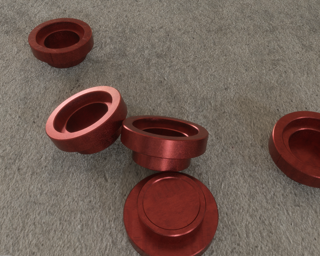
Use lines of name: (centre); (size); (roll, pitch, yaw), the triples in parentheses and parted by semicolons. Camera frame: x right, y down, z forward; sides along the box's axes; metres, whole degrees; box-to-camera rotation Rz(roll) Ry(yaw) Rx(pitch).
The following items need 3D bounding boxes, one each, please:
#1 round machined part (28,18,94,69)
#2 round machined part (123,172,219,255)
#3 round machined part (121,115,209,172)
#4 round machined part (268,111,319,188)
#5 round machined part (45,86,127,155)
round machined part: (-0.157, -0.134, 0.504); (0.099, 0.042, 0.098); (0, 50, 0)
round machined part: (0.011, 0.086, 0.320); (0.099, 0.042, 0.098); (0, 50, 0)
round machined part: (0.004, 0.018, 0.357); (0.099, 0.042, 0.098); (7, 15, -2)
round machined part: (0.179, 0.029, 0.369); (0.099, 0.042, 0.098); (0, 50, 0)
round machined part: (-0.086, -0.006, 0.383); (0.098, 0.042, 0.098); (-14, 39, 12)
